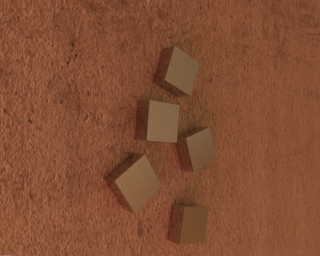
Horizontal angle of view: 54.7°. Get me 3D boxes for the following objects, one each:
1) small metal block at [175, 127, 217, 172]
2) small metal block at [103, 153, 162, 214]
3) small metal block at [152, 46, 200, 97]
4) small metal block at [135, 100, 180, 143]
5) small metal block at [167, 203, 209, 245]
[{"bbox_3d":[0.051,0.030,0.447,0.050,0.025,0.050,-23,105,-38],"label":"small metal block"},{"bbox_3d":[-0.032,0.066,0.378,0.050,0.025,0.050,-41,115,-32],"label":"small metal block"},{"bbox_3d":[0.023,-0.076,0.423,0.050,0.025,0.050,26,74,-37],"label":"small metal block"},{"bbox_3d":[-0.003,-0.008,0.402,0.050,0.025,0.050,7,86,-40],"label":"small metal block"},{"bbox_3d":[0.040,0.135,0.438,0.050,0.025,0.050,14,81,-39],"label":"small metal block"}]
